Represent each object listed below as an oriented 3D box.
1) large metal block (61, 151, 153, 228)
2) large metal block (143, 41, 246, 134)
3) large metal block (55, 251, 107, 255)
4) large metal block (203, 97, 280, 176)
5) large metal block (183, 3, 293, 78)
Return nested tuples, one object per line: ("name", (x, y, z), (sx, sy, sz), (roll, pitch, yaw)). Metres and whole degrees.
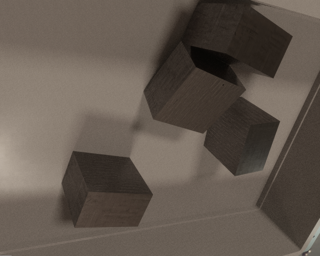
("large metal block", (-0.068, 0.075, 0.384), (0.081, 0.080, 0.050), (11, 113, -33))
("large metal block", (0.040, -0.045, 0.373), (0.081, 0.050, 0.080), (16, 129, -35))
("large metal block", (-0.126, 0.242, 0.477), (0.081, 0.050, 0.079), (8, 114, -32))
("large metal block", (0.112, 0.009, 0.442), (0.050, 0.080, 0.079), (-6, 121, -26))
("large metal block", (0.086, -0.101, 0.355), (0.081, 0.080, 0.050), (15, 101, -35))
